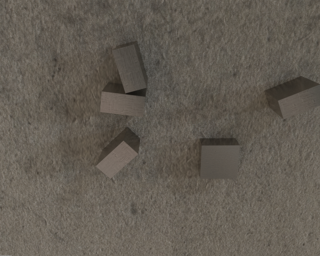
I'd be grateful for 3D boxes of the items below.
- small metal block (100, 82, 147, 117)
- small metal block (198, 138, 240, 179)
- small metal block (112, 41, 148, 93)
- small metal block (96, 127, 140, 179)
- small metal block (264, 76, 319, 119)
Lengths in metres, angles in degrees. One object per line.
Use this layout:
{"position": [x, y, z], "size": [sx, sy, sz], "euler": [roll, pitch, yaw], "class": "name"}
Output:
{"position": [-0.043, -0.036, 0.383], "size": [0.050, 0.050, 0.025], "euler": [7, 110, -3], "class": "small metal block"}
{"position": [0.080, 0.042, 0.426], "size": [0.050, 0.025, 0.050], "euler": [0, 110, -1], "class": "small metal block"}
{"position": [-0.034, -0.074, 0.369], "size": [0.025, 0.050, 0.050], "euler": [-14, 110, 5], "class": "small metal block"}
{"position": [-0.054, 0.031, 0.407], "size": [0.050, 0.050, 0.025], "euler": [-42, 105, 13], "class": "small metal block"}
{"position": [0.165, -0.039, 0.385], "size": [0.050, 0.050, 0.025], "euler": [-22, 109, 7], "class": "small metal block"}
